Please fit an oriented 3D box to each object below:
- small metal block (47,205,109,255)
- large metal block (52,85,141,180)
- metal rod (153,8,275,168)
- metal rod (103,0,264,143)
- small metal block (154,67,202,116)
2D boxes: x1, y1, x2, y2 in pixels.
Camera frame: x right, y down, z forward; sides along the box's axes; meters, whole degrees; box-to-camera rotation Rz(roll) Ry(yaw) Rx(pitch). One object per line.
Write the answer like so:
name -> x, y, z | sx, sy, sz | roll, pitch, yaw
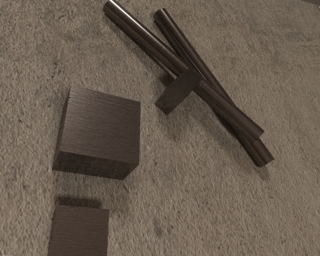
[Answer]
small metal block -> -0.078, 0.105, 0.299 | 0.050, 0.025, 0.050 | 11, 57, -22
large metal block -> -0.069, 0.007, 0.347 | 0.081, 0.050, 0.080 | 13, 56, -22
metal rod -> 0.079, -0.070, 0.491 | 0.025, 0.025, 0.299 | -24, 75, -37
metal rod -> 0.031, -0.088, 0.461 | 0.300, 0.025, 0.025 | 43, 51, 7
small metal block -> 0.026, -0.051, 0.434 | 0.025, 0.050, 0.050 | 44, 51, 2
